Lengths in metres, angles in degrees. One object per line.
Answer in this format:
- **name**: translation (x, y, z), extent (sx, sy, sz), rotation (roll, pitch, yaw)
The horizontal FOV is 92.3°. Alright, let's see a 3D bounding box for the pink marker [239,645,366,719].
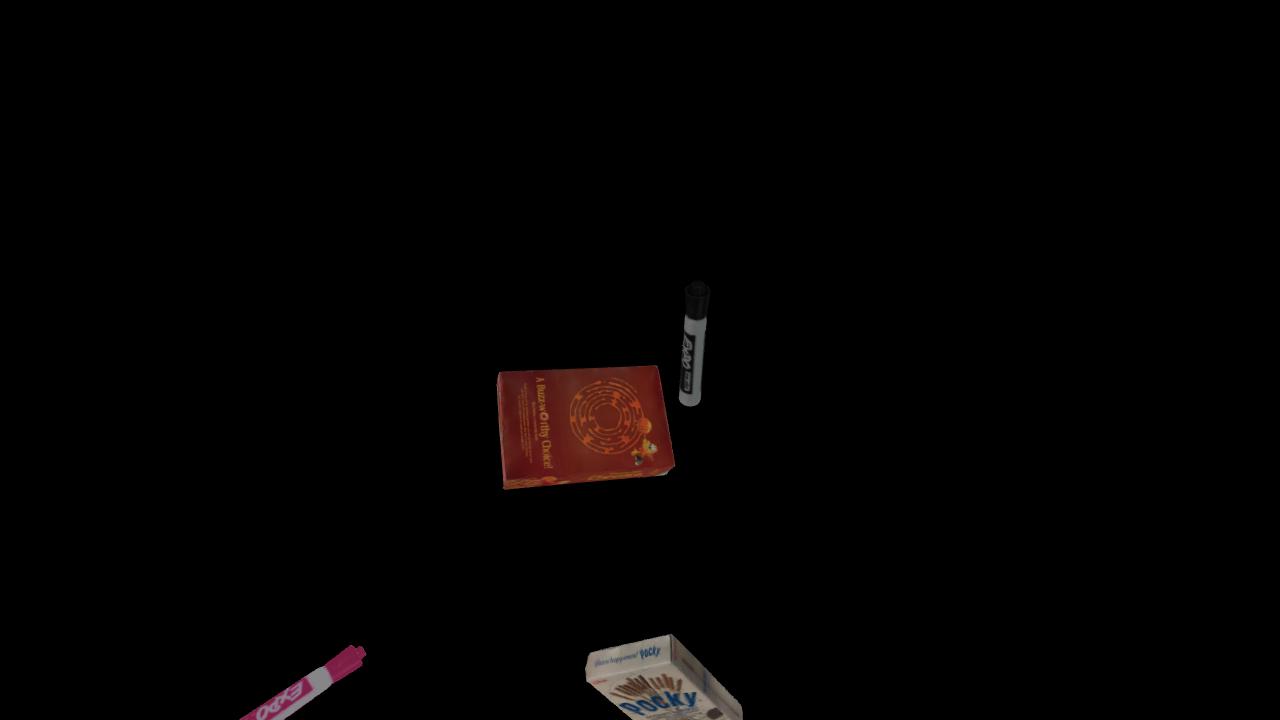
- **pink marker**: translation (-0.259, 0.251, 0.449), extent (0.020, 0.020, 0.121), rotation (0, 19, 44)

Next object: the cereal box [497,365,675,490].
- **cereal box**: translation (-0.101, 0.119, 1.124), extent (0.306, 0.203, 0.081), rotation (-2, -24, -17)

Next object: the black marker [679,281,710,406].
- **black marker**: translation (0.043, -0.011, 0.486), extent (0.020, 0.121, 0.020), rotation (0, 43, 0)

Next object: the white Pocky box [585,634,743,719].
- **white Pocky box**: translation (0.026, 0.300, 0.553), extent (0.084, 0.154, 0.028), rotation (-22, 34, 18)
